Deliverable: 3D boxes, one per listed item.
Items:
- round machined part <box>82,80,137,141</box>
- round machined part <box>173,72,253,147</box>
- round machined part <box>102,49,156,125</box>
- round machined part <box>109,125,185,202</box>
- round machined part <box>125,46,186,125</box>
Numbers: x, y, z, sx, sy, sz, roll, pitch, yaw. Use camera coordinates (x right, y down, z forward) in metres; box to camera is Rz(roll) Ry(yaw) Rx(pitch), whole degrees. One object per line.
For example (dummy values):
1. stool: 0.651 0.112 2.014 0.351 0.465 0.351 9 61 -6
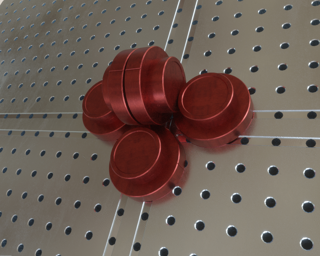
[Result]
1. round machined part: -0.074 -0.034 0.455 0.098 0.042 0.098 -13 56 20
2. round machined part: 0.061 -0.029 0.381 0.098 0.042 0.098 -13 56 20
3. round machined part: -0.038 -0.053 0.404 0.042 0.098 0.098 1 62 29
4. round machined part: -0.022 0.038 0.384 0.098 0.042 0.098 -13 56 20
5. round machined part: 0.001 -0.053 0.385 0.042 0.098 0.098 -1 62 28
